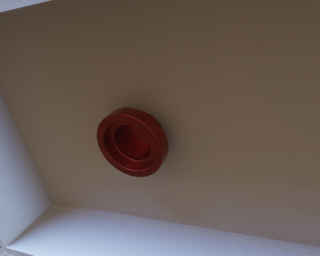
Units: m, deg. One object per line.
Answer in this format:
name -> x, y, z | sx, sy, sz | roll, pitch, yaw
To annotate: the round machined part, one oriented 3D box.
round machined part -> -0.033, 0.015, 0.423 | 0.098, 0.042, 0.097 | 13, 124, 20
